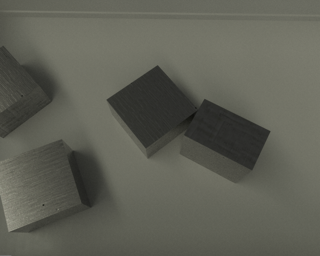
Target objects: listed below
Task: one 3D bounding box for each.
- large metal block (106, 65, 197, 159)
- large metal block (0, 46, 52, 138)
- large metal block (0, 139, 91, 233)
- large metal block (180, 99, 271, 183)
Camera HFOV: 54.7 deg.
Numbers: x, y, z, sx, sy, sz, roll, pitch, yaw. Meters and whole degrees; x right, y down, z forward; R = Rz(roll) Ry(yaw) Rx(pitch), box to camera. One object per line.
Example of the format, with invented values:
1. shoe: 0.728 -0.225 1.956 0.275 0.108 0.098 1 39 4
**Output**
1. large metal block: -0.010 -0.020 0.404 0.080 0.050 0.080 -36 74 -12
2. large metal block: -0.209 -0.047 0.412 0.080 0.050 0.080 -41 75 -14
3. large metal block: -0.138 0.070 0.370 0.080 0.050 0.080 -21 71 -7
4. large metal block: 0.073 0.019 0.374 0.080 0.080 0.050 28 73 9
